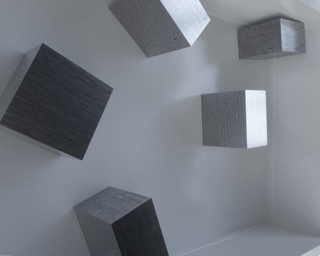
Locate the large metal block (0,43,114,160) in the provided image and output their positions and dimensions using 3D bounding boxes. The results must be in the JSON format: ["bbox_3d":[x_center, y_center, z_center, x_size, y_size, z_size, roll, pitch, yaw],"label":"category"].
[{"bbox_3d":[-0.105,-0.022,0.303,0.080,0.050,0.080,32,70,-36],"label":"large metal block"}]

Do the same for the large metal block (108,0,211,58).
[{"bbox_3d":[-0.001,-0.137,0.371,0.080,0.080,0.050,49,61,-29],"label":"large metal block"}]

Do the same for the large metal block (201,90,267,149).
[{"bbox_3d":[0.110,-0.013,0.466,0.050,0.080,0.079,-5,93,-40],"label":"large metal block"}]

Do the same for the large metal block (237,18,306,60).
[{"bbox_3d":[0.192,-0.150,0.535,0.081,0.080,0.050,-9,96,-40],"label":"large metal block"}]

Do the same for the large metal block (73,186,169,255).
[{"bbox_3d":[-0.042,0.117,0.337,0.050,0.080,0.080,-26,106,-37],"label":"large metal block"}]
